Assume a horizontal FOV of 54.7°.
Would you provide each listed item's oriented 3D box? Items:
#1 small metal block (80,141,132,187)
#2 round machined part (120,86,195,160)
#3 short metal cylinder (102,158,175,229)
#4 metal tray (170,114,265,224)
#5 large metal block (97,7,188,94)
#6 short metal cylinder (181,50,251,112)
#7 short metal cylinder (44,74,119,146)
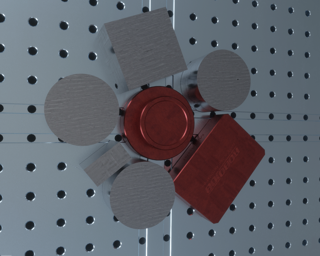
[{"bbox_3d":[-0.067,0.041,0.374,0.050,0.050,0.025,-39,103,-16],"label":"small metal block"},{"bbox_3d":[0.001,-0.006,0.403,0.099,0.042,0.097,0,90,-20],"label":"round machined part"},{"bbox_3d":[-0.028,0.079,0.389,0.081,0.050,0.080,0,90,-20],"label":"short metal cylinder"},{"bbox_3d":[0.079,0.055,0.438,0.090,0.030,0.130,42,76,-15],"label":"metal tray"},{"bbox_3d":[-0.023,-0.096,0.391,0.081,0.050,0.080,-23,98,-19],"label":"large metal block"},{"bbox_3d":[0.076,-0.062,0.426,0.081,0.050,0.080,0,90,-20],"label":"short metal cylinder"},{"bbox_3d":[-0.093,-0.020,0.364,0.081,0.050,0.080,0,90,-20],"label":"short metal cylinder"}]
